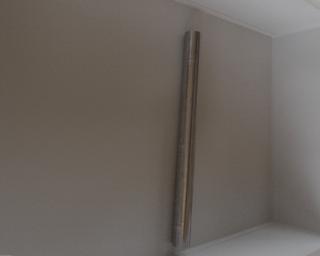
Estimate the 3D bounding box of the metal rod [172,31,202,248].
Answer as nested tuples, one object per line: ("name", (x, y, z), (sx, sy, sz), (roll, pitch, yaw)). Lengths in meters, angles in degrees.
("metal rod", (0.038, 0.014, 0.437), (0.025, 0.025, 0.299), (6, 86, -40))
